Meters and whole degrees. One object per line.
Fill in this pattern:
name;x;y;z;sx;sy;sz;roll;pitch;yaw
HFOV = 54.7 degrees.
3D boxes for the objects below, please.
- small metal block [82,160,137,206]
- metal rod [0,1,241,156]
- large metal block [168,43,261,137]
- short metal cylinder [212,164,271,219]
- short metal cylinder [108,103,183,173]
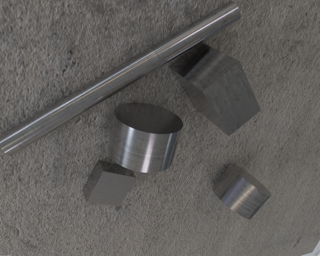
small metal block;-0.068;0.075;0.416;0.050;0.025;0.050;19;109;-36
metal rod;-0.039;-0.060;0.348;0.301;0.025;0.025;-32;129;-8
large metal block;0.066;-0.049;0.377;0.050;0.080;0.080;-40;130;-1
short metal cylinder;0.133;0.102;0.507;0.080;0.080;0.050;27;103;-38
short metal cylinder;-0.018;0.009;0.367;0.081;0.080;0.050;-1;119;-28
